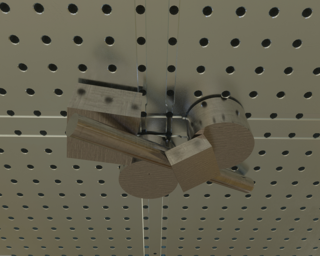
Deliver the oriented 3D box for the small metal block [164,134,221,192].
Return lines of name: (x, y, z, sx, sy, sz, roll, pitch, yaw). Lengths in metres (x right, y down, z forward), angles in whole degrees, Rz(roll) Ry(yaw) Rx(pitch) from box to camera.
small metal block: (0.039, 0.042, 0.368, 0.050, 0.025, 0.050, -25, 128, -3)

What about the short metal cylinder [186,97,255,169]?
short metal cylinder: (0.075, 0.008, 0.398, 0.081, 0.050, 0.079, 0, 130, 0)

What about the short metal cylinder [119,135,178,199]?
short metal cylinder: (-0.015, 0.055, 0.437, 0.081, 0.050, 0.079, 0, 130, 0)

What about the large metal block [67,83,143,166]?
large metal block: (-0.069, -0.003, 0.385, 0.081, 0.050, 0.079, 8, 130, -7)

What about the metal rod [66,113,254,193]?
metal rod: (0.025, 0.043, 0.398, 0.302, 0.025, 0.025, 22, 128, -36)
